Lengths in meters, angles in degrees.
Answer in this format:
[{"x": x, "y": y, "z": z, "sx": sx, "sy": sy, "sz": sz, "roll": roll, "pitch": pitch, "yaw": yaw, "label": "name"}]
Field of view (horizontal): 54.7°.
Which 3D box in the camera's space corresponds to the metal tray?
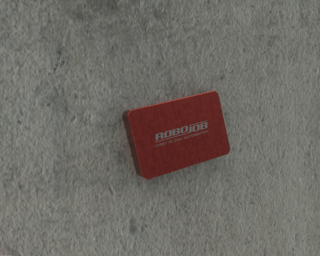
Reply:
[{"x": 0.024, "y": 0.007, "z": 0.416, "sx": 0.131, "sy": 0.030, "sz": 0.089, "roll": -15, "pitch": 95, "yaw": -20, "label": "metal tray"}]
